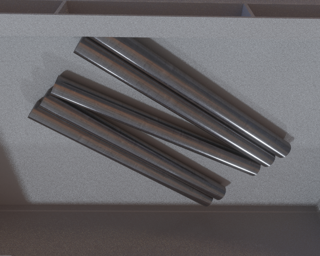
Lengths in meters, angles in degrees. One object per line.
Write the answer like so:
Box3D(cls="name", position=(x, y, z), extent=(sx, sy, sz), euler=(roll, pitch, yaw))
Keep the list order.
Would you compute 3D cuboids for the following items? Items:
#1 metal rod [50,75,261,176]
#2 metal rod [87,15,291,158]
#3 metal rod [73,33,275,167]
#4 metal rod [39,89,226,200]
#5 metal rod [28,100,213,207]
Box3D(cls="metal rod", position=(0.008, 0.004, 0.411), extent=(0.302, 0.025, 0.025), euler=(23, 127, -19))
Box3D(cls="metal rod", position=(0.052, -0.037, 0.376), extent=(0.301, 0.025, 0.025), euler=(29, 124, -23))
Box3D(cls="metal rod", position=(0.035, -0.023, 0.388), extent=(0.301, 0.025, 0.025), euler=(29, 124, -23))
Box3D(cls="metal rod", position=(-0.022, 0.033, 0.436), extent=(0.301, 0.025, 0.025), euler=(31, 124, -24))
Box3D(cls="metal rod", position=(-0.040, 0.047, 0.447), extent=(0.301, 0.025, 0.025), euler=(31, 124, -24))
